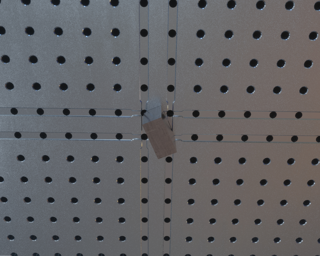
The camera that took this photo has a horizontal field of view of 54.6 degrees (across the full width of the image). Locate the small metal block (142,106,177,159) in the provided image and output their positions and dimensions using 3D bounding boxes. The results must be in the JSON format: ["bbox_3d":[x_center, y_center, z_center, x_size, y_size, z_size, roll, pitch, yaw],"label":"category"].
[{"bbox_3d":[0.000,0.004,0.401,0.025,0.050,0.050,-21,109,7],"label":"small metal block"}]
